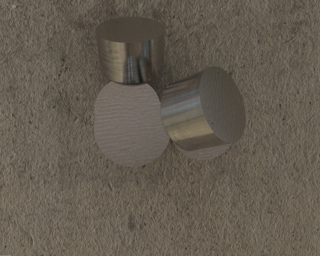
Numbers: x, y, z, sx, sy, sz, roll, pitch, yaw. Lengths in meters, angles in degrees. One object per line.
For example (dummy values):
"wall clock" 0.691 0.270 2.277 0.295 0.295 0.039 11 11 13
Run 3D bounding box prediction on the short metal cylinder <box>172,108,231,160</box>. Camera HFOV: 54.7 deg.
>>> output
"short metal cylinder" 0.052 -0.001 0.399 0.081 0.050 0.079 0 90 -1

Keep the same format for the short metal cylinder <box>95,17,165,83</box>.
"short metal cylinder" -0.035 -0.097 0.377 0.081 0.080 0.050 0 129 -1

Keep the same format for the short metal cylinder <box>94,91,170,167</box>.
"short metal cylinder" -0.029 0.001 0.348 0.081 0.050 0.079 0 90 -1

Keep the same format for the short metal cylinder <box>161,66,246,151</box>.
"short metal cylinder" 0.047 -0.019 0.327 0.050 0.081 0.080 -17 90 42

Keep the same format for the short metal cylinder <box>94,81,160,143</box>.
"short metal cylinder" -0.039 -0.022 0.398 0.081 0.050 0.079 0 90 -1
